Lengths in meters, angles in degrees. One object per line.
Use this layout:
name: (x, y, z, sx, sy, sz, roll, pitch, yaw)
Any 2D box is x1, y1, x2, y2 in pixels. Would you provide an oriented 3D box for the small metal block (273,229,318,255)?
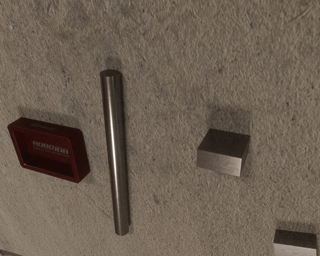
small metal block: (0.182, 0.166, 0.413, 0.050, 0.025, 0.050, -2, 118, 28)

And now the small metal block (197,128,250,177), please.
small metal block: (0.076, 0.027, 0.367, 0.050, 0.050, 0.025, 11, 123, 22)

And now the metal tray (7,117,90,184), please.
metal tray: (-0.186, 0.036, 0.521, 0.130, 0.030, 0.089, 10, 123, 22)

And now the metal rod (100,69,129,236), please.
metal rod: (-0.066, 0.056, 0.474, 0.025, 0.025, 0.298, 14, 124, 20)
